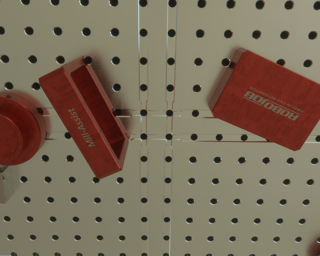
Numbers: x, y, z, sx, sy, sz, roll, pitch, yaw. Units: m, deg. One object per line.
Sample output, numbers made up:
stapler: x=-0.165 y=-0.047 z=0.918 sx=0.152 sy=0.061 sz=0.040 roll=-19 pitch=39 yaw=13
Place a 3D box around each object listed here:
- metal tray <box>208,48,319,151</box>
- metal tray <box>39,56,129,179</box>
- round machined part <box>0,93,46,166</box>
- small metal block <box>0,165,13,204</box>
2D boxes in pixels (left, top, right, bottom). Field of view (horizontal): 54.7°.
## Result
metal tray: x=0.141 y=-0.035 z=0.399 sx=0.131 sy=0.030 sz=0.089 roll=22 pitch=108 yaw=-8
metal tray: x=-0.083 y=-0.015 z=0.372 sx=0.030 sy=0.090 sz=0.129 roll=-24 pitch=109 yaw=8
round machined part: x=-0.206 y=0.006 z=0.405 sx=0.099 sy=0.042 sz=0.097 roll=0 pitch=110 yaw=0
small metal block: x=-0.241 y=0.078 z=0.440 sx=0.050 sy=0.025 sz=0.050 roll=4 pitch=110 yaw=-2
